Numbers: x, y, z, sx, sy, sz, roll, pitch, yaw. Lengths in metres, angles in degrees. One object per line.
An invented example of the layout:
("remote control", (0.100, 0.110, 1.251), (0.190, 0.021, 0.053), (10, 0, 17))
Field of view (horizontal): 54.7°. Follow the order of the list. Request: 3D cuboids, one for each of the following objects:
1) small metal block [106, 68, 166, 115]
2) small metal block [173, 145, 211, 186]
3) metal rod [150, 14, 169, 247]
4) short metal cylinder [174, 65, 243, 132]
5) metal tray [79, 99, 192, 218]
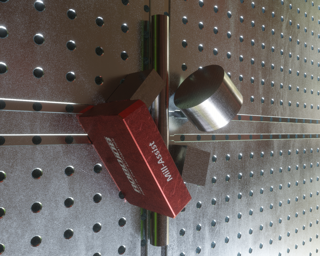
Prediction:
("small metal block", (-0.029, -0.042, 0.369), (0.025, 0.050, 0.050), (49, 61, -29))
("small metal block", (0.043, 0.054, 0.449), (0.050, 0.025, 0.050), (19, 78, -39))
("metal rod", (-0.001, 0.003, 0.410), (0.025, 0.025, 0.298), (0, 90, -40))
("short metal cylinder", (0.067, -0.041, 0.431), (0.050, 0.080, 0.080), (46, 63, -31))
("metal tray", (-0.028, 0.034, 0.344), (0.030, 0.090, 0.129), (-40, 115, -33))
